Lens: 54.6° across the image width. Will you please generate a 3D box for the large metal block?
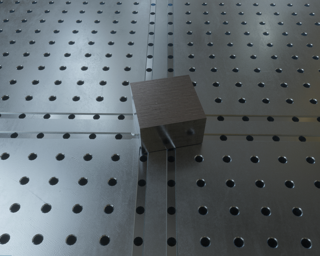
[{"bbox_3d":[0.008,-0.020,0.407,0.080,0.050,0.080,-9,51,-8],"label":"large metal block"}]
